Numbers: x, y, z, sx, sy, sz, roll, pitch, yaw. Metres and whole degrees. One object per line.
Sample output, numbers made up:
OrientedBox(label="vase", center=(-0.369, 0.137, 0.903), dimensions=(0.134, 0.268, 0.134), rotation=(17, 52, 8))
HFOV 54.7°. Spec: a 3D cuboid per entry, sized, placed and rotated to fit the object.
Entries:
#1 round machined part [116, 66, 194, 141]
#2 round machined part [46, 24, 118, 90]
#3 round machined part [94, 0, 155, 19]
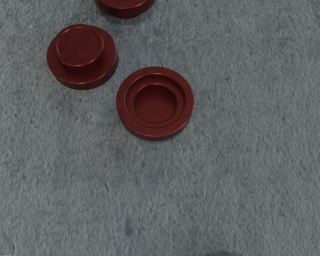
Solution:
OrientedBox(label="round machined part", center=(-0.006, -0.029, 0.410), dimensions=(0.099, 0.042, 0.098), rotation=(0, 70, -1))
OrientedBox(label="round machined part", center=(-0.111, -0.106, 0.437), dimensions=(0.099, 0.042, 0.098), rotation=(0, 70, -1))
OrientedBox(label="round machined part", center=(-0.053, -0.208, 0.475), dimensions=(0.099, 0.042, 0.098), rotation=(0, 70, -1))
